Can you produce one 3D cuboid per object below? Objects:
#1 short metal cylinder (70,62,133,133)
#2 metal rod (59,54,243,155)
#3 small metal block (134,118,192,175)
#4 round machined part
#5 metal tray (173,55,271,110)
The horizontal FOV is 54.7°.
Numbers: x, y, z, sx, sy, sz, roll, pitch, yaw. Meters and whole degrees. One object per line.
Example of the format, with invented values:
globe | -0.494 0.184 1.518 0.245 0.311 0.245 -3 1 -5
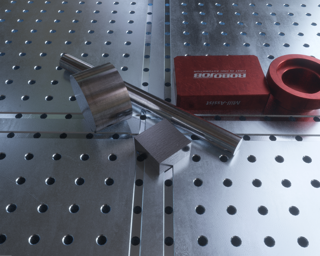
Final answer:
short metal cylinder | -0.077 -0.040 0.404 0.050 0.080 0.080 -25 55 -19
metal rod | -0.026 -0.042 0.442 0.301 0.025 0.025 28 55 21
small metal block | 0.003 0.022 0.389 0.050 0.025 0.050 -32 57 -24
round machined part | 0.203 -0.061 0.450 0.099 0.042 0.098 1 50 0
metal tray | 0.088 -0.069 0.464 0.131 0.030 0.090 -1 50 -2
